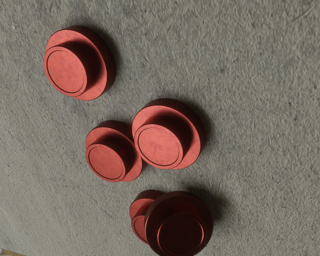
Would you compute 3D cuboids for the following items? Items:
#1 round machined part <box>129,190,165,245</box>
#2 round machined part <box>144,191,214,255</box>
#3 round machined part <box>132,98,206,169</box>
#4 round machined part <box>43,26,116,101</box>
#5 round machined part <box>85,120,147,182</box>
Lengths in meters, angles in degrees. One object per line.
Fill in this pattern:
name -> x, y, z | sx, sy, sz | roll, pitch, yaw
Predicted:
round machined part -> -0.006, 0.150, 0.492 | 0.098, 0.042, 0.097 | 13, 124, 21
round machined part -> 0.028, 0.142, 0.436 | 0.099, 0.042, 0.097 | -1, 99, -8
round machined part -> 0.006, 0.014, 0.401 | 0.098, 0.042, 0.097 | 13, 124, 21
round machined part -> -0.111, -0.080, 0.405 | 0.098, 0.042, 0.097 | 13, 124, 21
round machined part -> -0.070, 0.041, 0.458 | 0.098, 0.042, 0.097 | 13, 124, 21
